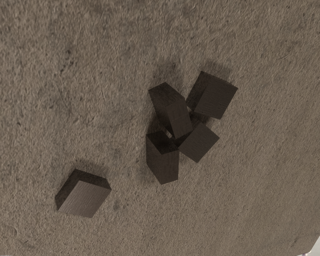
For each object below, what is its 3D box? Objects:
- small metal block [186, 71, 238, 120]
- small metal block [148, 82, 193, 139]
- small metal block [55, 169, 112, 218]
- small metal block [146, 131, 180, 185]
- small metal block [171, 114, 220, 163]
[{"bbox_3d":[0.069,-0.044,0.420,0.050,0.025,0.050,14,111,-35],"label":"small metal block"},{"bbox_3d":[0.013,-0.022,0.386,0.025,0.050,0.050,-28,128,-11],"label":"small metal block"},{"bbox_3d":[-0.101,0.087,0.407,0.050,0.025,0.050,28,103,-38],"label":"small metal block"},{"bbox_3d":[0.002,0.039,0.418,0.025,0.050,0.050,-14,124,-21],"label":"small metal block"},{"bbox_3d":[0.050,0.016,0.446,0.050,0.025,0.050,-49,129,6],"label":"small metal block"}]
